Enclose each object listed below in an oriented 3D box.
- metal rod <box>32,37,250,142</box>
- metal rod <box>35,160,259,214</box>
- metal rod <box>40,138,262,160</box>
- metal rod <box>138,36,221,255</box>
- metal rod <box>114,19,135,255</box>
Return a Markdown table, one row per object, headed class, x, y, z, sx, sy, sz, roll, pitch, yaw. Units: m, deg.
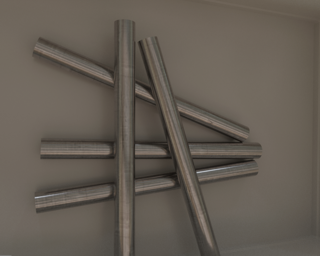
| class | x | y | z | sx | sy | sz | roll | pitch | yaw |
| --- | --- | --- | --- | --- | --- | --- | --- | --- | --- |
| metal rod | -0.009 | -0.042 | 0.406 | 0.302 | 0.025 | 0.025 | 21 | 83 | -19 |
| metal rod | -0.002 | 0.073 | 0.409 | 0.303 | 0.025 | 0.025 | -5 | 92 | -20 |
| metal rod | 0.004 | 0.029 | 0.411 | 0.303 | 0.025 | 0.025 | 2 | 90 | -21 |
| metal rod | 0.027 | 0.035 | 0.393 | 0.025 | 0.025 | 0.298 | -19 | 97 | -19 |
| metal rod | -0.042 | 0.025 | 0.367 | 0.025 | 0.025 | 0.298 | 0 | 90 | -20 |
